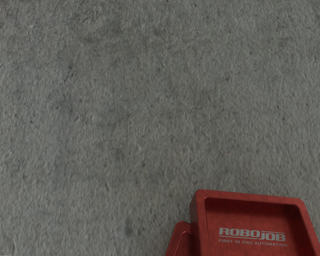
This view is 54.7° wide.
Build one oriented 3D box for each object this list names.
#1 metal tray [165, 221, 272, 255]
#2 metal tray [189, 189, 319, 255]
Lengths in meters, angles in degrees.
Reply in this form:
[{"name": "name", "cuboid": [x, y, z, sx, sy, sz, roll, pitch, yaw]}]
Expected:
[{"name": "metal tray", "cuboid": [0.065, 0.169, 0.344, 0.131, 0.030, 0.090, 20, 71, 6]}, {"name": "metal tray", "cuboid": [0.101, 0.117, 0.335, 0.131, 0.030, 0.090, 7, 44, -7]}]
